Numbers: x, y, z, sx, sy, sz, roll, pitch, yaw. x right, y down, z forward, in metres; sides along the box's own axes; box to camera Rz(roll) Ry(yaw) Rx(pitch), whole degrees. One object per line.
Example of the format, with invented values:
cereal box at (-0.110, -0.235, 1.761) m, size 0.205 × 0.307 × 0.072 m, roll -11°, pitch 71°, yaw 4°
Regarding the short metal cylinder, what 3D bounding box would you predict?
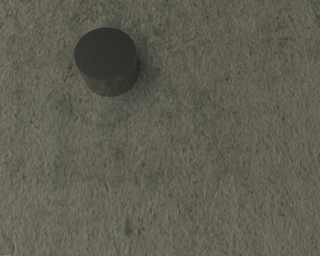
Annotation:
short metal cylinder at (-0.072, -0.090, 0.427) m, size 0.081 × 0.050 × 0.080 m, roll 0°, pitch 70°, yaw 0°
